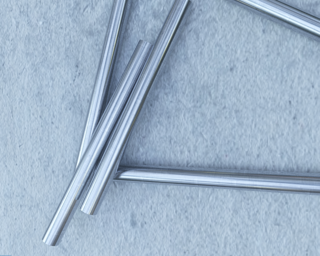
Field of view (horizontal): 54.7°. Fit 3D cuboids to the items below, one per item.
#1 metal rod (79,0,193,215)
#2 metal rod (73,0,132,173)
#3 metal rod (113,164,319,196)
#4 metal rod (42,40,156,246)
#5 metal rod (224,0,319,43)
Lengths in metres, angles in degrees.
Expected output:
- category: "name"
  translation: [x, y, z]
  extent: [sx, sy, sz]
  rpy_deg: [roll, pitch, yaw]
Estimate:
- category: "metal rod"
  translation: [-0.031, -0.027, 0.402]
  extent: [0.025, 0.025, 0.299]
  rpy_deg: [25, 92, 18]
- category: "metal rod"
  translation: [-0.081, -0.057, 0.436]
  extent: [0.025, 0.025, 0.298]
  rpy_deg: [16, 95, 19]
- category: "metal rod"
  translation: [0.058, 0.062, 0.388]
  extent: [0.301, 0.025, 0.025]
  rpy_deg: [0, 90, 19]
- category: "metal rod"
  translation: [-0.083, 0.021, 0.420]
  extent: [0.025, 0.025, 0.299]
  rpy_deg: [27, 92, 17]
- category: "metal rod"
  translation: [0.106, -0.156, 0.371]
  extent: [0.300, 0.025, 0.025]
  rpy_deg: [32, 100, 16]
